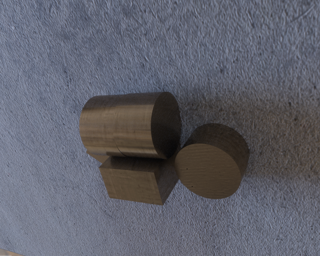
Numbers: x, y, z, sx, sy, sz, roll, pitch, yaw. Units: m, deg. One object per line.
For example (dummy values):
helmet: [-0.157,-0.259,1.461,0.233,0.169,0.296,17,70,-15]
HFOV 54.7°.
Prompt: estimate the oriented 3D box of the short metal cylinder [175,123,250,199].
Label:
short metal cylinder: [0.065,0.040,0.382,0.080,0.050,0.079,13,124,21]

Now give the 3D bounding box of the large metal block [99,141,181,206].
large metal block: [-0.021,0.054,0.418,0.080,0.080,0.050,1,119,28]

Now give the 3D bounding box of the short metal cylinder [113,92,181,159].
short metal cylinder: [-0.013,-0.003,0.378,0.050,0.080,0.080,1,119,28]

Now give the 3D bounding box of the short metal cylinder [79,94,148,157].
short metal cylinder: [-0.058,-0.003,0.402,0.050,0.080,0.080,1,119,28]

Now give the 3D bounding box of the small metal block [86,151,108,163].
small metal block: [-0.078,0.028,0.468,0.050,0.025,0.050,33,129,6]
